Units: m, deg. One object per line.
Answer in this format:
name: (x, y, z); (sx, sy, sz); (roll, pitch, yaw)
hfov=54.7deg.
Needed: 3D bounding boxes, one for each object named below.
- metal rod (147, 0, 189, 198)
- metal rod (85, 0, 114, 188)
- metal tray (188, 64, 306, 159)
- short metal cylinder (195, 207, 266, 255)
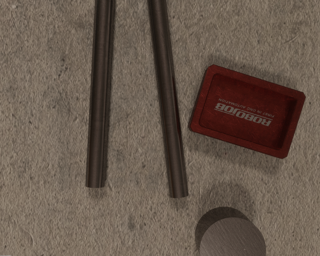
metal rod: (0.008, -0.058, 0.410); (0.025, 0.025, 0.298); (-7, 90, 0)
metal rod: (-0.078, -0.072, 0.408); (0.025, 0.025, 0.298); (3, 90, -1)
metal tray: (0.112, -0.021, 0.408); (0.131, 0.030, 0.090); (17, 90, -1)
short metal cylinder: (0.088, 0.148, 0.399); (0.081, 0.050, 0.079); (0, 90, -1)
